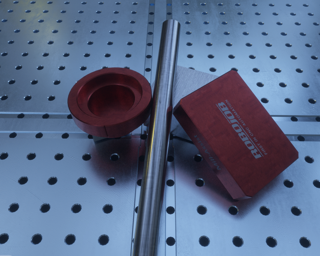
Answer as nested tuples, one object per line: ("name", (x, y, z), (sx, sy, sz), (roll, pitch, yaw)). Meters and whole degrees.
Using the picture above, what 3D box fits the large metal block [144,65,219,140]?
("large metal block", (0.030, -0.036, 0.417), (0.080, 0.050, 0.080), (18, 52, 14))

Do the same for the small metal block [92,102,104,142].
("small metal block", (-0.072, -0.015, 0.416), (0.050, 0.025, 0.050), (-17, 52, -14))

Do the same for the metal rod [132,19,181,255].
("metal rod", (0.000, 0.000, 0.351), (0.025, 0.025, 0.299), (5, 66, 4))

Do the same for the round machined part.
("round machined part", (-0.058, -0.026, 0.378), (0.099, 0.042, 0.098), (-2, 51, 2))

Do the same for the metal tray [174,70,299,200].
("metal tray", (0.088, 0.006, 0.363), (0.091, 0.030, 0.130), (-32, 82, -23))
